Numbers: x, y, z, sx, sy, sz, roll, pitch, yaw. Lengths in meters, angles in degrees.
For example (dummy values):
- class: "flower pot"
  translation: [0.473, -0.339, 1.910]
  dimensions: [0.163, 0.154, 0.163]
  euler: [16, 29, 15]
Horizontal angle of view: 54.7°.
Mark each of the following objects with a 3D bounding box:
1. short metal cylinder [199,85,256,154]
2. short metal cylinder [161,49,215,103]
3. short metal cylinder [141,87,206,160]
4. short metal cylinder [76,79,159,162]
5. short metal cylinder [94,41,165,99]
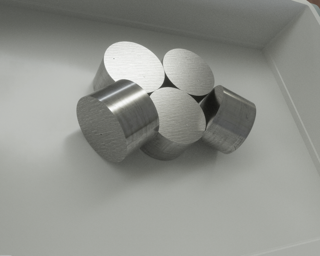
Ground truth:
- class: "short metal cylinder"
  translation: [0.084, -0.011, 0.420]
  dimensions: [0.050, 0.080, 0.080]
  euler: [26, 53, -12]
- class: "short metal cylinder"
  translation: [0.030, -0.066, 0.444]
  dimensions: [0.081, 0.050, 0.080]
  euler: [14, 56, -21]
- class: "short metal cylinder"
  translation: [0.011, -0.005, 0.396]
  dimensions: [0.081, 0.050, 0.080]
  euler: [14, 56, -21]
- class: "short metal cylinder"
  translation: [-0.048, -0.008, 0.348]
  dimensions: [0.050, 0.080, 0.080]
  euler: [-35, 81, -38]
- class: "short metal cylinder"
  translation: [-0.041, -0.065, 0.405]
  dimensions: [0.081, 0.050, 0.080]
  euler: [14, 56, -21]
